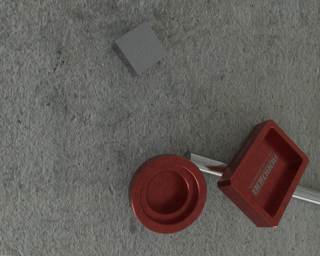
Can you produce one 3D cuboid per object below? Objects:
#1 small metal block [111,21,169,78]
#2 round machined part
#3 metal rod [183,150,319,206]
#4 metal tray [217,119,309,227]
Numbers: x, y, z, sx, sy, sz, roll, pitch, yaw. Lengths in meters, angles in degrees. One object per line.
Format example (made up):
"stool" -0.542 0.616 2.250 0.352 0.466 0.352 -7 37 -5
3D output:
"small metal block" -0.026 -0.101 0.400 0.050 0.025 0.050 -38 103 -16
"round machined part" 0.007 0.082 0.401 0.099 0.042 0.097 -1 93 -17
"metal rod" 0.171 0.086 0.474 0.302 0.025 0.025 18 84 -20
"metal tray" 0.150 0.062 0.439 0.090 0.030 0.131 45 60 -6
